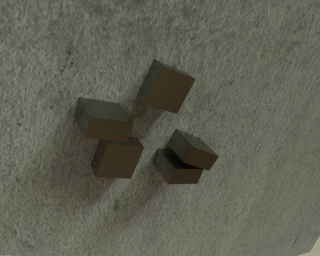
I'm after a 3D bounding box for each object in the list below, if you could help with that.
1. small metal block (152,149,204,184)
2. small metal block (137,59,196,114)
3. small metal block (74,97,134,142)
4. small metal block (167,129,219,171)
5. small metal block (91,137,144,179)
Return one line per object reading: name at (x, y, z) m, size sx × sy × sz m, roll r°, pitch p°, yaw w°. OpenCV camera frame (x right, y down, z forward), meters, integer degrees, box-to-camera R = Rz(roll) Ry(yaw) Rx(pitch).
small metal block at (0.025, 0.054, 0.440) m, size 0.050 × 0.050 × 0.025 m, roll 6°, pitch 116°, yaw -32°
small metal block at (0.008, -0.050, 0.382) m, size 0.050 × 0.025 × 0.050 m, roll 15°, pitch 110°, yaw -35°
small metal block at (-0.064, -0.010, 0.350) m, size 0.050 × 0.050 × 0.025 m, roll 7°, pitch 115°, yaw -32°
small metal block at (0.046, 0.031, 0.437) m, size 0.050 × 0.050 × 0.025 m, roll 21°, pitch 107°, yaw -37°
small metal block at (-0.056, 0.037, 0.401) m, size 0.050 × 0.025 × 0.050 m, roll 9°, pitch 114°, yaw -33°
